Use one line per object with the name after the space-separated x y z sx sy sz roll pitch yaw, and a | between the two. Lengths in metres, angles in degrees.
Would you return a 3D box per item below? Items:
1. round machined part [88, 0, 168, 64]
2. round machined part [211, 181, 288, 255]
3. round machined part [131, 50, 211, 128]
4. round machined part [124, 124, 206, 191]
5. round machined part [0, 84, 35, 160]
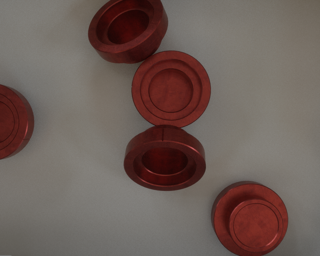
-0.036 -0.120 0.388 0.098 0.042 0.098 -9 61 17 | round machined part
0.119 0.121 0.405 0.099 0.042 0.097 0 90 -1 | round machined part
0.014 -0.047 0.403 0.099 0.042 0.097 0 90 -1 | round machined part
0.006 0.034 0.386 0.099 0.042 0.097 1 135 2 | round machined part
-0.211 -0.008 0.400 0.099 0.042 0.097 0 90 -1 | round machined part
